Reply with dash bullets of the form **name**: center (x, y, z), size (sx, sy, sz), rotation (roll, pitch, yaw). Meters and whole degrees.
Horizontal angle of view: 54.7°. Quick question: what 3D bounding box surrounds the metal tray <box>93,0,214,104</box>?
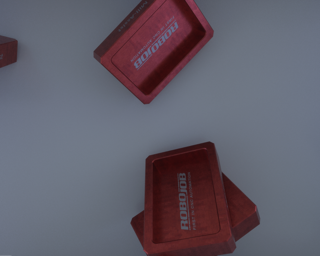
- **metal tray**: center (-0.005, -0.104, 0.383), size (0.130, 0.030, 0.090), rotation (-47, 129, 0)

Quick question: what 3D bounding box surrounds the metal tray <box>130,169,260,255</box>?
- **metal tray**: center (0.040, 0.112, 0.372), size (0.131, 0.090, 0.030), rotation (-33, 130, -8)

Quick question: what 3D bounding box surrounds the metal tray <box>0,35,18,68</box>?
- **metal tray**: center (-0.238, -0.089, 0.354), size (0.091, 0.130, 0.030), rotation (13, 113, -2)

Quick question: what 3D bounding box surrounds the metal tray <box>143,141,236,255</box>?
- **metal tray**: center (0.030, 0.081, 0.358), size (0.090, 0.130, 0.030), rotation (-14, 133, 12)
